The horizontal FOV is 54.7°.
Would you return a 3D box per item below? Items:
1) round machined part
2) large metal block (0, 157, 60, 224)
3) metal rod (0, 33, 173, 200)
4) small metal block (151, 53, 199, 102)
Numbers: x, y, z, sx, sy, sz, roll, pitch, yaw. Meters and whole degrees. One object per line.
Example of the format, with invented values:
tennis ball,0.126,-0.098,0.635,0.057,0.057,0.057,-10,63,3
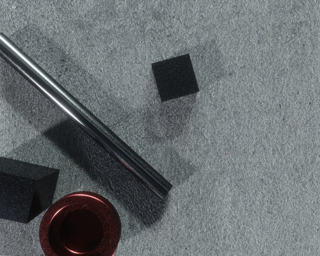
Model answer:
round machined part,-0.099,0.130,0.400,0.099,0.042,0.097,0,90,-1
large metal block,-0.181,0.072,0.380,0.080,0.080,0.050,13,90,-1
metal rod,-0.103,-0.015,0.408,0.300,0.025,0.025,42,90,-1
small metal block,0.020,-0.065,0.410,0.050,0.025,0.050,-15,90,-1
